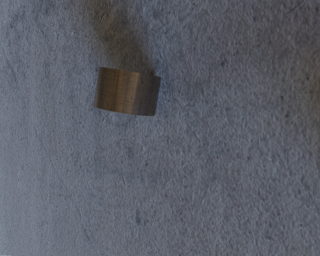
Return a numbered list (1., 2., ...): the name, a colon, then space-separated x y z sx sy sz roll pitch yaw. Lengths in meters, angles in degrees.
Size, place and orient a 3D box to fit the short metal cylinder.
1. short metal cylinder: -0.042 -0.048 0.402 0.080 0.081 0.050 16 100 38
